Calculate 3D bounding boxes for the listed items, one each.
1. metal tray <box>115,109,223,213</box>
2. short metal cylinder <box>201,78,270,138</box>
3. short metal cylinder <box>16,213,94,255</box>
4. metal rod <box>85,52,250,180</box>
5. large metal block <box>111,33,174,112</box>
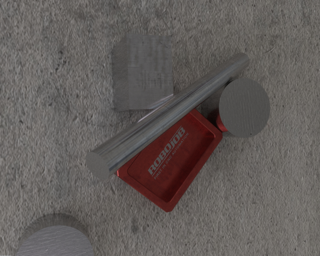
[{"bbox_3d":[0.012,0.032,0.410,0.090,0.030,0.130,40,77,-16],"label":"metal tray"},{"bbox_3d":[0.105,-0.027,0.434,0.081,0.050,0.079,0,90,-20],"label":"short metal cylinder"},{"bbox_3d":[-0.120,0.143,0.352,0.081,0.050,0.079,0,90,-20],"label":"short metal cylinder"},{"bbox_3d":[0.036,-0.035,0.348,0.302,0.025,0.025,-37,104,-45],"label":"metal rod"},{"bbox_3d":[-0.024,-0.061,0.371,0.050,0.080,0.079,-3,91,-20],"label":"large metal block"}]
